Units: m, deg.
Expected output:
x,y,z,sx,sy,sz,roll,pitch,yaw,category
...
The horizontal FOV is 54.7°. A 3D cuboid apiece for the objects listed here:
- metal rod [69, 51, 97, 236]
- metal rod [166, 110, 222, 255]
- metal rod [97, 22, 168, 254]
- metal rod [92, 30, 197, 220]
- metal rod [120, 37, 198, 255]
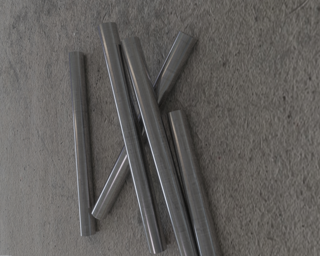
x,y,z,sx,sy,sz,roll,pitch,yaw,category
-0.128,0.023,0.510,0.025,0.025,0.298,-8,85,40,metal rod
0.053,0.124,0.361,0.025,0.025,0.299,-22,76,38,metal rod
-0.035,0.014,0.403,0.025,0.025,0.298,-11,92,39,metal rod
-0.030,0.010,0.429,0.025,0.025,0.298,41,115,32,metal rod
0.003,0.033,0.380,0.025,0.025,0.299,-19,85,38,metal rod
